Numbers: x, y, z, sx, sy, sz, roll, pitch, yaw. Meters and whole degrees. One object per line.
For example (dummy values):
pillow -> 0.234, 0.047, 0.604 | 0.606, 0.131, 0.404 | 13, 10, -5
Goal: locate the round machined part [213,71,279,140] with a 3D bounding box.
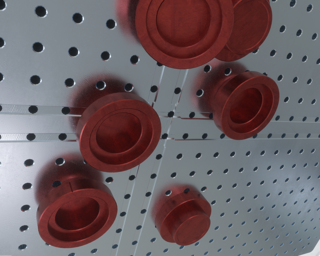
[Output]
round machined part -> 0.117, -0.035, 0.441 | 0.099, 0.042, 0.097 | -14, 124, -21

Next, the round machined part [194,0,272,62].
round machined part -> 0.094, -0.127, 0.372 | 0.099, 0.042, 0.097 | -14, 124, -21

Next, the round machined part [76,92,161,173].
round machined part -> -0.052, 0.002, 0.373 | 0.099, 0.042, 0.097 | -14, 124, -21

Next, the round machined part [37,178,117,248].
round machined part -> -0.109, 0.105, 0.405 | 0.099, 0.042, 0.097 | -14, 124, -21

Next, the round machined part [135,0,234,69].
round machined part -> 0.024, -0.115, 0.327 | 0.099, 0.042, 0.097 | -1, 118, -1

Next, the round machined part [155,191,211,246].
round machined part -> 0.045, 0.158, 0.522 | 0.099, 0.042, 0.097 | -14, 124, -21
